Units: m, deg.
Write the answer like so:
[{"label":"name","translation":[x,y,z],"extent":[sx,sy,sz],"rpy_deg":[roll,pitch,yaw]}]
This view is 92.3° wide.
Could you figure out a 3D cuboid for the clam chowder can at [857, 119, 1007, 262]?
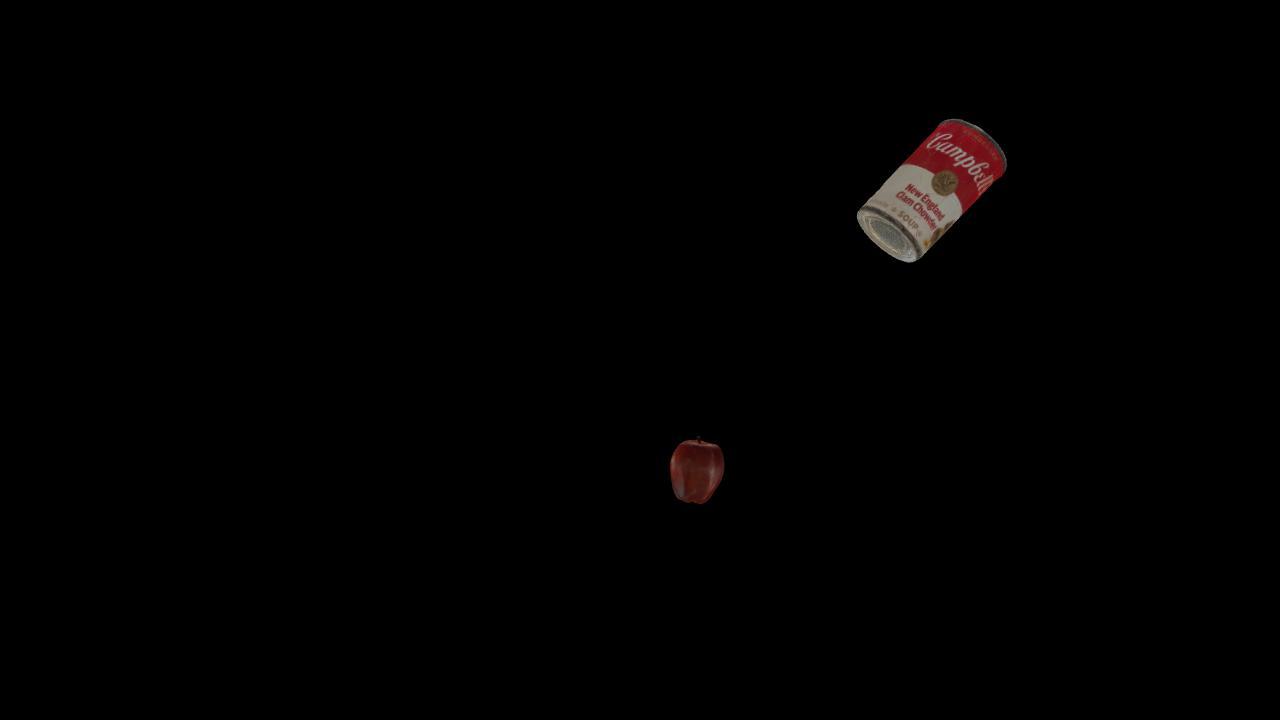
[{"label":"clam chowder can","translation":[0.245,-0.142,0.523],"extent":[0.068,0.102,0.068],"rpy_deg":[43,5,-4]}]

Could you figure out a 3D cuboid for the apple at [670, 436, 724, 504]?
[{"label":"apple","translation":[0.080,0.154,0.867],"extent":[0.079,0.093,0.079],"rpy_deg":[8,-8,1]}]
